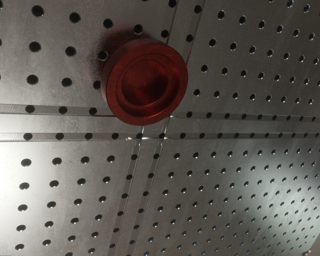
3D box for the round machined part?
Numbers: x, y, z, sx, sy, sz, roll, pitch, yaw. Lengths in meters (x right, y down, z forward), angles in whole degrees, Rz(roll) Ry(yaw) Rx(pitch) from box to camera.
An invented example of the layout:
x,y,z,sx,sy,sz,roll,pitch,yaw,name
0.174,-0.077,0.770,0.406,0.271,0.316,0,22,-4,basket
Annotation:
x,y,z,sx,sy,sz,roll,pitch,yaw,name
-0.021,-0.055,0.356,0.099,0.042,0.097,-14,125,-21,round machined part
